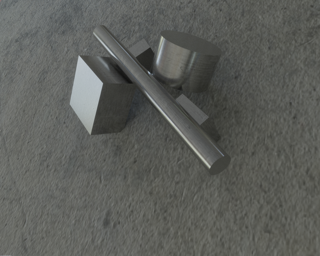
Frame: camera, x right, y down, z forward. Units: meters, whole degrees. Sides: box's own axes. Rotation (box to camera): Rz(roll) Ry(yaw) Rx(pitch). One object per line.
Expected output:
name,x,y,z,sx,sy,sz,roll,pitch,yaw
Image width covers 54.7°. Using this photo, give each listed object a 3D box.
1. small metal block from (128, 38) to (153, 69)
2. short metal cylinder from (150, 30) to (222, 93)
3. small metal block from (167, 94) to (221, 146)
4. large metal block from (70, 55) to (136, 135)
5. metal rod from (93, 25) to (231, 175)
small metal block,-0.029,-0.096,0.462,0.050,0.050,0.025,-34,52,6
short metal cylinder,0.032,-0.086,0.397,0.080,0.081,0.050,45,129,39
small metal block,0.041,-0.006,0.367,0.025,0.050,0.050,-42,51,0
large metal block,-0.083,-0.047,0.437,0.080,0.050,0.079,47,129,38
metal rod,-0.017,-0.056,0.383,0.025,0.025,0.300,-40,51,1
